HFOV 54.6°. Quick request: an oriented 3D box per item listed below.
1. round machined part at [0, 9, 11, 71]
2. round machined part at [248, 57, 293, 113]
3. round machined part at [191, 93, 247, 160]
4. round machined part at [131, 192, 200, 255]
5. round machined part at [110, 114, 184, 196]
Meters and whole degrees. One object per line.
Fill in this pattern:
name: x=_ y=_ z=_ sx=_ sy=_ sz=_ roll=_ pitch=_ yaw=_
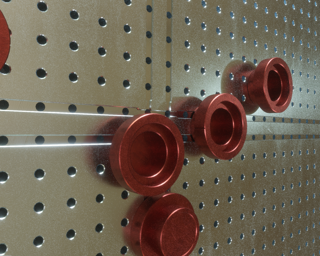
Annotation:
round machined part: x=-0.174 y=-0.079 z=0.252 sx=0.099 sy=0.042 sz=0.097 roll=0 pitch=90 yaw=-40
round machined part: x=0.196 y=-0.076 z=0.560 sx=0.099 sy=0.042 sz=0.097 roll=0 pitch=90 yaw=-40
round machined part: x=0.085 y=-0.002 z=0.468 sx=0.099 sy=0.042 sz=0.097 roll=0 pitch=90 yaw=-40
round machined part: x=0.014 y=0.135 z=0.409 sx=0.099 sy=0.042 sz=0.097 roll=0 pitch=90 yaw=-40
round machined part: x=-0.020 y=0.031 z=0.381 sx=0.099 sy=0.042 sz=0.097 roll=0 pitch=90 yaw=-40
